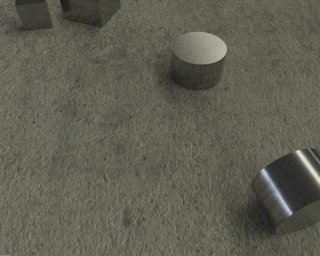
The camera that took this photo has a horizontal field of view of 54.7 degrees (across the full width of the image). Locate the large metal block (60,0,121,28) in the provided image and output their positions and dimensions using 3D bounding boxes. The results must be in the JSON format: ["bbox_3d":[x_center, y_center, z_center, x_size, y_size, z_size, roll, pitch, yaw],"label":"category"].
[{"bbox_3d":[-0.130,-0.241,0.589,0.080,0.050,0.080,16,52,13],"label":"large metal block"}]

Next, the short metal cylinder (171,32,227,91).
[{"bbox_3d":[0.058,-0.103,0.474,0.081,0.050,0.080,0,50,0],"label":"short metal cylinder"}]

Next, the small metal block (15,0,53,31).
[{"bbox_3d":[-0.226,-0.206,0.559,0.050,0.050,0.025,-11,51,-9],"label":"small metal block"}]

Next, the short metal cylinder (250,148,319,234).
[{"bbox_3d":[0.141,0.065,0.314,0.081,0.080,0.050,-14,52,-12],"label":"short metal cylinder"}]
